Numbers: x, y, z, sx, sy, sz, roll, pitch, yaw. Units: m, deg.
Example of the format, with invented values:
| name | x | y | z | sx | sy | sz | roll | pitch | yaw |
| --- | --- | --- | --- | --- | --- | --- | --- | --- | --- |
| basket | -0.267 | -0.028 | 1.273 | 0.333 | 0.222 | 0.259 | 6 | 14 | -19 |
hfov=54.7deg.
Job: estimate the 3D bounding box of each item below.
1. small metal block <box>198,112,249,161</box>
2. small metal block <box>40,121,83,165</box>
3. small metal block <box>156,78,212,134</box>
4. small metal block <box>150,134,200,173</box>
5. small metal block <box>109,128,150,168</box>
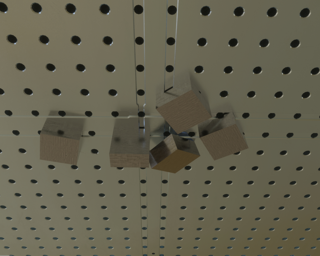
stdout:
| name | x | y | z | sx | sy | sz | roll | pitch | yaw |
| --- | --- | --- | --- | --- | --- | --- | --- | --- | --- |
| small metal block | 0.086 | 0.012 | 0.424 | 0.050 | 0.025 | 0.050 | -23 | 127 | 18 |
| small metal block | -0.136 | 0.022 | 0.428 | 0.050 | 0.025 | 0.050 | 11 | 129 | -10 |
| small metal block | 0.030 | -0.026 | 0.390 | 0.050 | 0.025 | 0.050 | -27 | 125 | 21 |
| small metal block | 0.019 | 0.037 | 0.433 | 0.050 | 0.025 | 0.050 | -40 | 142 | 28 |
| small metal block | -0.039 | 0.026 | 0.417 | 0.050 | 0.050 | 0.025 | 1 | 130 | -1 |
